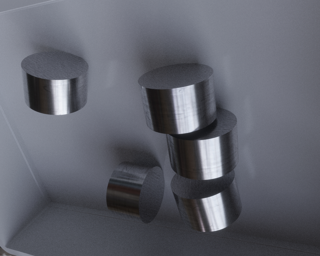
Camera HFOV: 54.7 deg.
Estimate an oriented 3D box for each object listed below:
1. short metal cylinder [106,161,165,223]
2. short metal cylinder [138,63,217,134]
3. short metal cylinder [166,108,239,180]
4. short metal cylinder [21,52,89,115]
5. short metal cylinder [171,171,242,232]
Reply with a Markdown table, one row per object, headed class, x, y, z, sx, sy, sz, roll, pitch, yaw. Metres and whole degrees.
| class | x | y | z | sx | sy | sz | roll | pitch | yaw |
| --- | --- | --- | --- | --- | --- | --- | --- | --- | --- |
| short metal cylinder | -0.033 | 0.091 | 0.445 | 0.050 | 0.080 | 0.079 | 6 | 121 | 25 |
| short metal cylinder | 0.020 | -0.035 | 0.340 | 0.080 | 0.080 | 0.050 | 4 | 120 | 26 |
| short metal cylinder | 0.048 | 0.015 | 0.356 | 0.080 | 0.080 | 0.050 | 4 | 120 | 25 |
| short metal cylinder | -0.136 | -0.060 | 0.405 | 0.080 | 0.080 | 0.050 | 22 | 127 | 14 |
| short metal cylinder | 0.059 | 0.084 | 0.393 | 0.080 | 0.080 | 0.050 | -3 | 117 | 29 |
